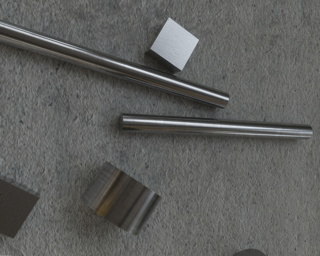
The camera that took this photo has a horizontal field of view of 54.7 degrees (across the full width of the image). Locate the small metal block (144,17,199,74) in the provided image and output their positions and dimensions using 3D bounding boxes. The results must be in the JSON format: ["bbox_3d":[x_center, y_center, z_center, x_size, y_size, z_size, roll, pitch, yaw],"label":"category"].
[{"bbox_3d":[0.016,-0.109,0.415,0.050,0.025,0.050,32,80,-17],"label":"small metal block"}]

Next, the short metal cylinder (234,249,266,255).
[{"bbox_3d":[0.130,0.217,0.428,0.080,0.080,0.050,-46,105,-14],"label":"short metal cylinder"}]

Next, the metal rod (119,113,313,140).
[{"bbox_3d":[0.092,0.000,0.442,0.302,0.025,0.025,3,89,-20],"label":"metal rod"}]

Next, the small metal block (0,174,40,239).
[{"bbox_3d":[-0.171,0.086,0.346,0.050,0.025,0.050,33,79,-17],"label":"small metal block"}]

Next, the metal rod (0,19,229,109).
[{"bbox_3d":[-0.046,-0.074,0.391,0.302,0.025,0.025,14,85,-20],"label":"metal rod"}]

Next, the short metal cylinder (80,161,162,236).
[{"bbox_3d":[-0.044,0.081,0.364,0.080,0.080,0.050,37,78,-17],"label":"short metal cylinder"}]
